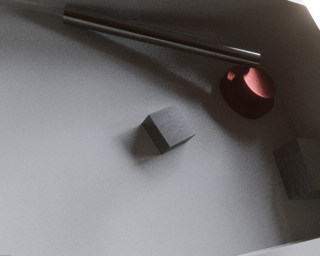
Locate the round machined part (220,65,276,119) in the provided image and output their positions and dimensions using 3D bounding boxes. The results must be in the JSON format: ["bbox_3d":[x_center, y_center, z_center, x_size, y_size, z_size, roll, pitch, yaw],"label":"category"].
[{"bbox_3d":[0.154,-0.067,0.521,0.099,0.042,0.098,14,56,-21],"label":"round machined part"}]

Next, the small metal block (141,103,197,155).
[{"bbox_3d":[0.012,0.001,0.413,0.050,0.025,0.050,-24,75,-37],"label":"small metal block"}]

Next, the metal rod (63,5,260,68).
[{"bbox_3d":[0.012,-0.134,0.468,0.302,0.025,0.025,10,57,-14],"label":"metal rod"}]

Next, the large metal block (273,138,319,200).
[{"bbox_3d":[0.234,0.065,0.479,0.081,0.050,0.080,5,59,-26],"label":"large metal block"}]
